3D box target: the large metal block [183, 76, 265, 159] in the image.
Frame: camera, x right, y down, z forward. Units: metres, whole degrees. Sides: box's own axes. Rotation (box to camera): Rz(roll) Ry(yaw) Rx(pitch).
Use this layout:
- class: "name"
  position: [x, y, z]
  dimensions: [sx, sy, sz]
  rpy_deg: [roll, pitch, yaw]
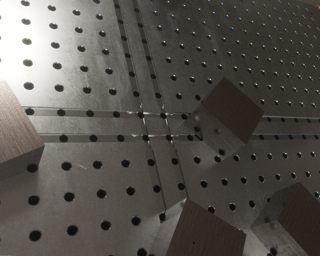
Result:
- class: "large metal block"
  position: [0.095, -0.016, 0.455]
  dimensions: [0.080, 0.050, 0.080]
  rpy_deg: [42, 51, 0]

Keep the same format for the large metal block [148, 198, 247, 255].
- class: "large metal block"
  position: [0.037, 0.136, 0.331]
  dimensions: [0.080, 0.050, 0.080]
  rpy_deg: [33, 51, -7]

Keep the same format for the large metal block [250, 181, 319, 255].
- class: "large metal block"
  position: [0.181, 0.133, 0.411]
  dimensions: [0.080, 0.050, 0.081]
  rpy_deg: [49, 51, 6]

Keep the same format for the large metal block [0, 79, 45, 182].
- class: "large metal block"
  position: [-0.170, 0.010, 0.295]
  dimensions: [0.081, 0.050, 0.080]
  rpy_deg: [-26, 76, -37]
